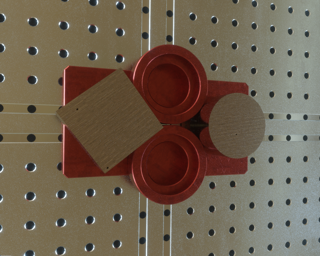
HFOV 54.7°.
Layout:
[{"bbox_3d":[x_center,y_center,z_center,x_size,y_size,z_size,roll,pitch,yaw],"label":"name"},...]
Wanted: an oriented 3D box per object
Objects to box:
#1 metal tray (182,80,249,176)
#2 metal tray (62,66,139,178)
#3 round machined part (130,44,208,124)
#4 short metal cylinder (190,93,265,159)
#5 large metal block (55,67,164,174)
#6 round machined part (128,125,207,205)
[{"bbox_3d":[0.078,0.000,0.436,0.091,0.030,0.129,1,90,-20],"label":"metal tray"},{"bbox_3d":[-0.073,-0.007,0.383,0.091,0.030,0.129,1,90,-21],"label":"metal tray"},{"bbox_3d":[0.008,-0.053,0.397,0.099,0.042,0.097,0,90,-20],"label":"round machined part"},{"bbox_3d":[0.086,-0.003,0.398,0.081,0.050,0.079,0,90,-20],"label":"short metal cylinder"},{"bbox_3d":[-0.057,-0.009,0.346,0.080,0.050,0.080,-38,103,-16],"label":"large metal block"},{"bbox_3d":[0.006,0.045,0.396,0.099,0.042,0.097,0,90,-20],"label":"round machined part"}]
